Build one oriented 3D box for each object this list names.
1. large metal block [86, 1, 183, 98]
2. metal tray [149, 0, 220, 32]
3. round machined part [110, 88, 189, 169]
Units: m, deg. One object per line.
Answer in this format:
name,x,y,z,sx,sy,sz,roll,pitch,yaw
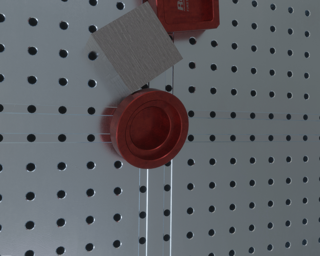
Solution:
large metal block,-0.033,-0.095,0.387,0.080,0.050,0.080,-37,102,-16
metal tray,0.029,-0.194,0.406,0.091,0.030,0.129,-11,106,-20
round machined part,-0.016,-0.002,0.388,0.099,0.042,0.097,-10,110,-28
